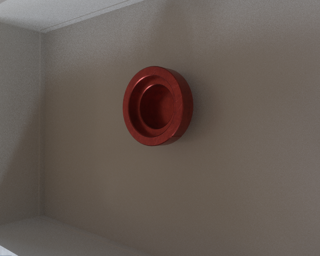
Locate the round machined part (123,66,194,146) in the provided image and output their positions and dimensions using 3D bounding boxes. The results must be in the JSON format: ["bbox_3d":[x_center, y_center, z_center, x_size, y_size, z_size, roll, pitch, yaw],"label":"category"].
[{"bbox_3d":[0.002,-0.027,0.392,0.098,0.042,0.097,0,90,39],"label":"round machined part"}]
